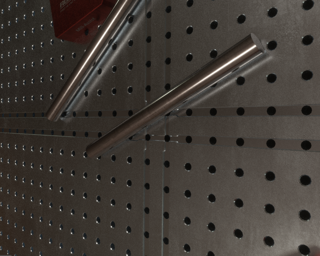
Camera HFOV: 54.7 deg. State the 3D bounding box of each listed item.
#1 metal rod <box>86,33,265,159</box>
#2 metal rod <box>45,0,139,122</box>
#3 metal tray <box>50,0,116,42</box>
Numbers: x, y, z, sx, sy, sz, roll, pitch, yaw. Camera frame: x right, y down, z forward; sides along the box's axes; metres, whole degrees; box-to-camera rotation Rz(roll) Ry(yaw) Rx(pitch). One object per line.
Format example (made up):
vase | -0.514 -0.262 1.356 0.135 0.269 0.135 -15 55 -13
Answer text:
metal rod | -0.003 -0.025 0.409 0.299 0.025 0.025 -31 71 35
metal rod | -0.109 -0.116 0.496 0.299 0.025 0.025 -47 63 29
metal tray | -0.130 -0.211 0.511 0.130 0.030 0.090 -18 79 38
